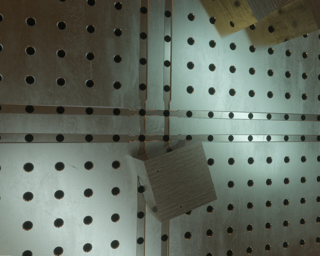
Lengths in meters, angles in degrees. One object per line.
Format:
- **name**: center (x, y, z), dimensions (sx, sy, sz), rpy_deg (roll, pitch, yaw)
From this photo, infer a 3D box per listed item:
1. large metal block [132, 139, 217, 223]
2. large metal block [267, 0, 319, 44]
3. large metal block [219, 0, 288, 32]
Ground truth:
- **large metal block**: center (0.019, 0.066, 0.408), dimensions (0.081, 0.050, 0.080), rpy_deg (-18, 96, -20)
- **large metal block**: center (0.225, -0.176, 0.468), dimensions (0.080, 0.080, 0.050), rpy_deg (-31, 101, -18)
- **large metal block**: center (0.134, -0.201, 0.450), dimensions (0.080, 0.050, 0.080), rpy_deg (-37, 102, -16)
